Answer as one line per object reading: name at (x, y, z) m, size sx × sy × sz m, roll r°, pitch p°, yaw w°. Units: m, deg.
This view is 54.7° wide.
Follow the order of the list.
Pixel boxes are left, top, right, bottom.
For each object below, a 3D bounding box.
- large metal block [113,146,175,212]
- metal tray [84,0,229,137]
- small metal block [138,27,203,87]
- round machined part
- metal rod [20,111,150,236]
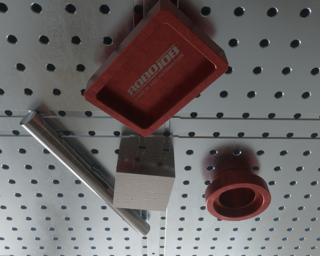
large metal block at (-0.025, 0.077, 0.461) m, size 0.081 × 0.050 × 0.079 m, roll 6°, pitch 130°, yaw -6°
metal tray at (-0.006, -0.056, 0.328) m, size 0.090 × 0.030 × 0.130 m, roll 34°, pitch 122°, yaw -26°
small metal block at (0.011, -0.079, 0.345) m, size 0.050 × 0.025 × 0.050 m, roll 34°, pitch 122°, yaw -26°
round machined part at (0.120, 0.101, 0.489) m, size 0.099 × 0.042 × 0.097 m, roll -1°, pitch 130°, yaw 0°
metal rod at (-0.099, 0.087, 0.484) m, size 0.025 × 0.025 × 0.300 m, roll -22°, pitch 127°, yaw 17°
